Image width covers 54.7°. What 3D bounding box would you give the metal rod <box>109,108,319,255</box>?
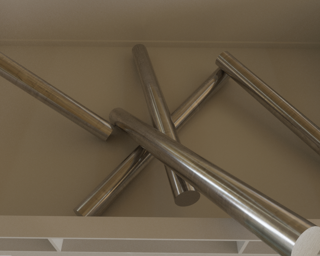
[{"bbox_3d":[0.011,0.024,0.293,0.025,0.025,0.300,-25,26,-20],"label":"metal rod"}]

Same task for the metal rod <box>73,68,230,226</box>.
[{"bbox_3d":[0.010,0.003,0.402,0.025,0.025,0.301,31,56,23],"label":"metal rod"}]

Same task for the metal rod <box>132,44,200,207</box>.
[{"bbox_3d":[-0.004,-0.030,0.402,0.025,0.025,0.300,-9,42,-8],"label":"metal rod"}]

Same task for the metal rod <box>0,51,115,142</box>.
[{"bbox_3d":[-0.189,-0.074,0.380,0.301,0.025,0.025,33,53,-8],"label":"metal rod"}]

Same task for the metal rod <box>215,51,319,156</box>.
[{"bbox_3d":[0.179,-0.002,0.390,0.025,0.025,0.300,-29,61,-22],"label":"metal rod"}]
